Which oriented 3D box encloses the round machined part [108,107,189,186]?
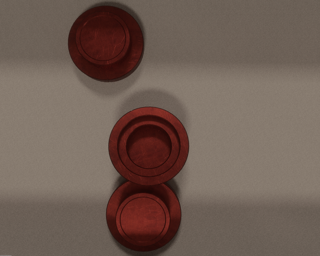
[{"bbox_3d":[-0.014,0.025,0.397,0.099,0.042,0.097,0,80,-1],"label":"round machined part"}]

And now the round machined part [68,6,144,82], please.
[{"bbox_3d":[-0.071,-0.111,0.402,0.099,0.042,0.097,0,90,-1],"label":"round machined part"}]

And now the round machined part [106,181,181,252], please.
[{"bbox_3d":[-0.021,0.113,0.403,0.099,0.042,0.097,0,90,-1],"label":"round machined part"}]
